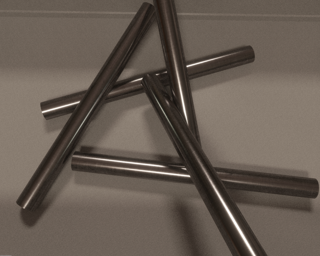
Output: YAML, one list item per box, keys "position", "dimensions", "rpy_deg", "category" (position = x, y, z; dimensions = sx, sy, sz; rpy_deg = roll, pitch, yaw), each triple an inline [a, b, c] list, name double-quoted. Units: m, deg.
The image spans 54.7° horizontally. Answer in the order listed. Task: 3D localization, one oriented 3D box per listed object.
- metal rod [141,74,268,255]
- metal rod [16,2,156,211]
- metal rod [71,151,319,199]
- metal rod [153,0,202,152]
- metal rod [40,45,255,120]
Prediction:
- position: [0.040, 0.041, 0.316]
  dimensions: [0.025, 0.025, 0.300]
  rpy_deg: [-21, 50, -8]
  category: "metal rod"
- position: [-0.087, -0.034, 0.396]
  dimensions: [0.025, 0.025, 0.299]
  rpy_deg: [29, 81, 9]
  category: "metal rod"
- position: [0.041, 0.058, 0.388]
  dimensions: [0.302, 0.025, 0.025]
  rpy_deg: [6, 70, 2]
  category: "metal rod"
- position: [0.014, -0.105, 0.377]
  dimensions: [0.025, 0.025, 0.298]
  rpy_deg: [-12, 98, -5]
  category: "metal rod"
- position: [-0.012, -0.065, 0.433]
  dimensions: [0.302, 0.025, 0.025]
  rpy_deg: [-17, 71, -7]
  category: "metal rod"
